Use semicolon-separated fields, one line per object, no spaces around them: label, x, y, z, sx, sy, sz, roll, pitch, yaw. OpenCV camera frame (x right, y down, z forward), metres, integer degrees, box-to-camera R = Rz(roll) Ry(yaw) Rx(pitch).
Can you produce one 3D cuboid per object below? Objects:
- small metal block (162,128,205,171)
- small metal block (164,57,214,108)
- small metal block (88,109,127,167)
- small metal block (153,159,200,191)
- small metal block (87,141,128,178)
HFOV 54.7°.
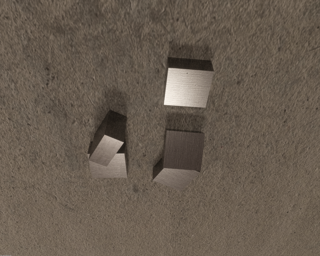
small metal block;0.031;0.029;0.416;0.050;0.025;0.050;5;95;-5
small metal block;0.032;-0.053;0.363;0.050;0.025;0.050;4;130;-4
small metal block;-0.067;0.013;0.401;0.025;0.050;0.050;24;126;-20
small metal block;0.024;0.063;0.461;0.050;0.025;0.050;25;126;-20
small metal block;-0.073;0.046;0.445;0.050;0.025;0.050;-1;130;0
